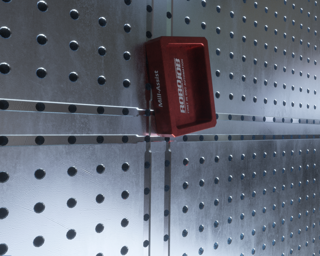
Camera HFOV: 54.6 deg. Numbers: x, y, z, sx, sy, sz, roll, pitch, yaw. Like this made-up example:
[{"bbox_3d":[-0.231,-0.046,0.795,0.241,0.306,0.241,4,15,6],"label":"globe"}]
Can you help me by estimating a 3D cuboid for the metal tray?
[{"bbox_3d":[0.032,-0.058,0.431,0.091,0.030,0.129,-13,98,-39],"label":"metal tray"}]
